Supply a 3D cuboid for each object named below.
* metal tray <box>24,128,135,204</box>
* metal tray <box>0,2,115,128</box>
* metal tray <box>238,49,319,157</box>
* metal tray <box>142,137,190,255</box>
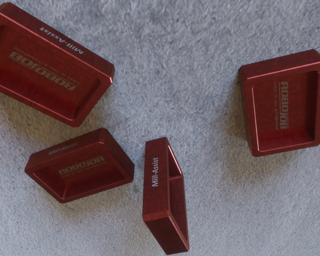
[{"bbox_3d":[-0.114,0.059,0.452,0.130,0.030,0.090,-20,128,15],"label":"metal tray"},{"bbox_3d":[-0.129,-0.064,0.347,0.131,0.030,0.090,29,124,-23],"label":"metal tray"},{"bbox_3d":[0.152,-0.025,0.385,0.090,0.030,0.129,-12,130,9],"label":"metal tray"},{"bbox_3d":[0.009,0.086,0.412,0.030,0.130,0.090,-15,129,12],"label":"metal tray"}]
